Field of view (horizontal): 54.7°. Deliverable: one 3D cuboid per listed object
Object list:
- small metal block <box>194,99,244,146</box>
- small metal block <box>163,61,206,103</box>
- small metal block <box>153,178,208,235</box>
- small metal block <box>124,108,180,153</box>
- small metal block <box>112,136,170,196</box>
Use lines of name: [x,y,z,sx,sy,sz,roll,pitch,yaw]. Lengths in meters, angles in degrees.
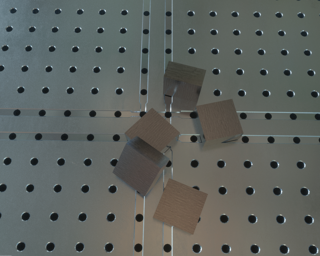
small metal block: [0.077,-0.007,0.415,0.050,0.025,0.050,-12,71,-5]
small metal block: [0.032,-0.062,0.421,0.050,0.050,0.025,15,71,5]
small metal block: [0.025,0.096,0.377,0.050,0.025,0.050,22,71,7]
small metal block: [-0.010,0.010,0.408,0.050,0.025,0.050,43,75,13]
small metal block: [-0.024,0.046,0.379,0.050,0.050,0.025,35,32,11]
